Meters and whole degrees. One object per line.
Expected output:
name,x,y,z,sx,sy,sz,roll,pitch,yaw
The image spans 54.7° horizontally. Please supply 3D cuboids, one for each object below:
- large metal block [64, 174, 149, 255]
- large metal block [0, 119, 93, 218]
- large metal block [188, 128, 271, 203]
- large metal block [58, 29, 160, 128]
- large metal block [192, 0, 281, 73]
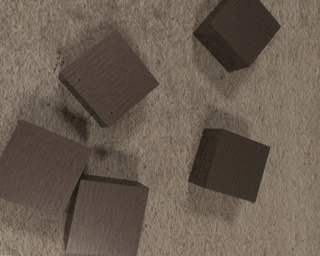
large metal block,-0.066,0.103,0.372,0.081,0.050,0.080,12,86,-20
large metal block,-0.133,0.044,0.347,0.080,0.050,0.080,26,81,-19
large metal block,0.096,0.051,0.433,0.081,0.050,0.080,20,83,-19
large metal block,-0.062,-0.056,0.373,0.080,0.050,0.080,-43,104,-15
large metal block,0.108,-0.138,0.437,0.080,0.050,0.080,43,76,-15
